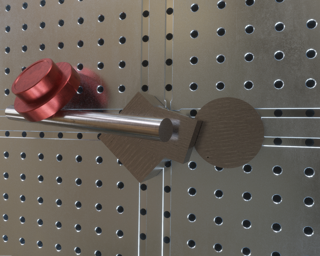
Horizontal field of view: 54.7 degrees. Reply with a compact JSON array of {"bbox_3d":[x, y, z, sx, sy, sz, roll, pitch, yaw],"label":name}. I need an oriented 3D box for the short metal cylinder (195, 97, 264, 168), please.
[{"bbox_3d":[0.083,0.005,0.370,0.080,0.050,0.079,0,90,19],"label":"short metal cylinder"}]

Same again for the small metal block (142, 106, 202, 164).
[{"bbox_3d":[0.014,0.007,0.351,0.050,0.025,0.050,20,96,18],"label":"small metal block"}]

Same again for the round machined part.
[{"bbox_3d":[-0.164,-0.059,0.431,0.098,0.042,0.098,-18,44,19],"label":"round machined part"}]

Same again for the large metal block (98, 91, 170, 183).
[{"bbox_3d":[-0.017,0.011,0.402,0.080,0.050,0.080,45,104,14],"label":"large metal block"}]

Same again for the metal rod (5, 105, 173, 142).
[{"bbox_3d":[-0.114,-0.011,0.405,0.300,0.025,0.025,6,92,36],"label":"metal rod"}]
